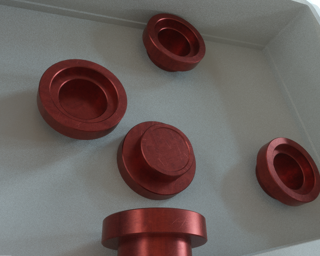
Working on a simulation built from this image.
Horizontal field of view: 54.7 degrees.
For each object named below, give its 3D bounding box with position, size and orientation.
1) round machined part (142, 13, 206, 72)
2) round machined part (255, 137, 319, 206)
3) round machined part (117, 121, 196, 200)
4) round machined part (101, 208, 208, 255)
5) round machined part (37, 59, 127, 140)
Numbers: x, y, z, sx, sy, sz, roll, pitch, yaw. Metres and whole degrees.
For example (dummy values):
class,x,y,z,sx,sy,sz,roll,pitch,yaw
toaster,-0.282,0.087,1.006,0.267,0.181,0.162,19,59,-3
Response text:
class,x,y,z,sx,sy,sz,roll,pitch,yaw
round machined part,0.018,-0.127,0.481,0.099,0.042,0.098,14,56,-21
round machined part,0.180,0.066,0.451,0.099,0.042,0.098,14,56,-21
round machined part,0.002,0.034,0.375,0.099,0.042,0.098,14,56,-21
round machined part,-0.005,0.109,0.290,0.099,0.097,0.042,12,57,-22
round machined part,-0.092,-0.029,0.363,0.099,0.042,0.098,14,56,-21
